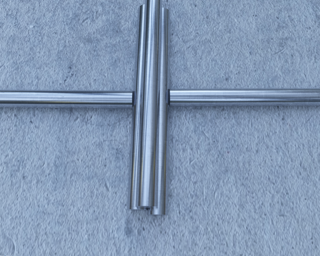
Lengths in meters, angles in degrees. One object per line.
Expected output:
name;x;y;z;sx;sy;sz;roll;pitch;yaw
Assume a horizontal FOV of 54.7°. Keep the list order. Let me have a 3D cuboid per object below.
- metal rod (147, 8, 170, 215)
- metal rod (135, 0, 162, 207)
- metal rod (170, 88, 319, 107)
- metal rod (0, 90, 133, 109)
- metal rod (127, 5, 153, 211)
metal rod;0.000;-0.036;0.423;0.025;0.025;0.299;1;70;0
metal rod;-0.013;-0.050;0.406;0.025;0.025;0.299;1;70;0
metal rod;0.164;-0.042;0.427;0.302;0.025;0.025;0;70;-1
metal rod;-0.188;-0.040;0.421;0.302;0.025;0.025;0;70;-1
metal rod;-0.024;-0.041;0.425;0.025;0.025;0.299;1;70;0
